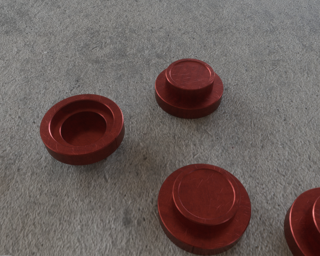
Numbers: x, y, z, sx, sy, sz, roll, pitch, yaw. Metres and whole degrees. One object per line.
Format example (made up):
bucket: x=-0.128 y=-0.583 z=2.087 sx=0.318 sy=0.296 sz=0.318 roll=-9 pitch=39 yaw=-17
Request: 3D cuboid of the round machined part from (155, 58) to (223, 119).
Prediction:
round machined part: x=0.042 y=-0.063 z=0.445 sx=0.099 sy=0.042 sz=0.098 roll=0 pitch=50 yaw=0

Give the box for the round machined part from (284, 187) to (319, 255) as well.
round machined part: x=0.180 y=0.102 z=0.308 sx=0.099 sy=0.042 sz=0.098 roll=0 pitch=50 yaw=0

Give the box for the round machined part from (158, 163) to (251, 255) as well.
round machined part: x=0.047 y=0.078 z=0.327 sx=0.099 sy=0.042 sz=0.098 roll=0 pitch=50 yaw=0

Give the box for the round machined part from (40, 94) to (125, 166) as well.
round machined part: x=-0.093 y=0.006 z=0.386 sx=0.099 sy=0.042 sz=0.098 roll=0 pitch=50 yaw=0
